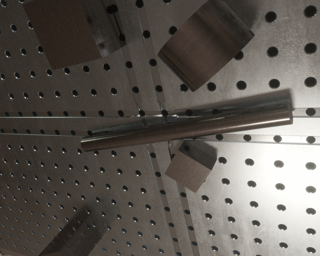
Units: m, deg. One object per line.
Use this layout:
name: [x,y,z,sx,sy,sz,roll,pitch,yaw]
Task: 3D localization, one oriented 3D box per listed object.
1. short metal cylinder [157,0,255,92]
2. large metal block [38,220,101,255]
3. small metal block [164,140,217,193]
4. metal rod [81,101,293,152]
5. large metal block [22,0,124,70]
short metal cylinder: [0.044,-0.081,0.302,0.050,0.080,0.080,46,129,-4]
large metal block: [-0.178,0.236,0.613,0.080,0.080,0.050,-27,104,37]
small metal block: [0.041,0.053,0.421,0.050,0.025,0.050,31,128,7]
metal rod: [0.012,0.005,0.406,0.300,0.025,0.025,-9,114,31]
large metal block: [-0.101,-0.122,0.371,0.080,0.050,0.080,-5,116,30]
